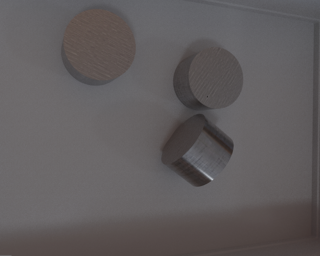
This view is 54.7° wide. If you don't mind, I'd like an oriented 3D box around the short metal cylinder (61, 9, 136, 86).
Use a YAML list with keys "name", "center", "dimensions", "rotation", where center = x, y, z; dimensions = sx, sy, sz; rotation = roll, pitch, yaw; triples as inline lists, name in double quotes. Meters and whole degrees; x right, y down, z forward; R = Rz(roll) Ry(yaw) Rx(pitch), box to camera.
- name: "short metal cylinder"
  center: [-0.075, -0.093, 0.370]
  dimensions: [0.081, 0.050, 0.079]
  rotation: [0, 90, -21]

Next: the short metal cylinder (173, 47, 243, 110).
- name: "short metal cylinder"
  center: [0.065, -0.065, 0.422]
  dimensions: [0.081, 0.050, 0.079]
  rotation: [0, 90, -21]

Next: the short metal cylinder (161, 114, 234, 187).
- name: "short metal cylinder"
  center: [0.047, 0.028, 0.400]
  dimensions: [0.050, 0.080, 0.080]
  rotation: [39, 77, -16]
